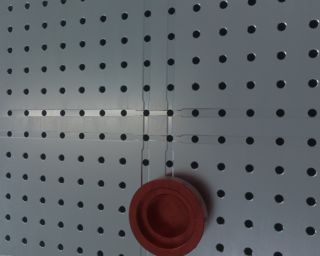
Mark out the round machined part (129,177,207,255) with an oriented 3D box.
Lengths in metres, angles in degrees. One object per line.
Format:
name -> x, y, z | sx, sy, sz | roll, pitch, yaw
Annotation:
round machined part -> 0.013, 0.111, 0.399 | 0.098, 0.042, 0.097 | 0, 90, 20
